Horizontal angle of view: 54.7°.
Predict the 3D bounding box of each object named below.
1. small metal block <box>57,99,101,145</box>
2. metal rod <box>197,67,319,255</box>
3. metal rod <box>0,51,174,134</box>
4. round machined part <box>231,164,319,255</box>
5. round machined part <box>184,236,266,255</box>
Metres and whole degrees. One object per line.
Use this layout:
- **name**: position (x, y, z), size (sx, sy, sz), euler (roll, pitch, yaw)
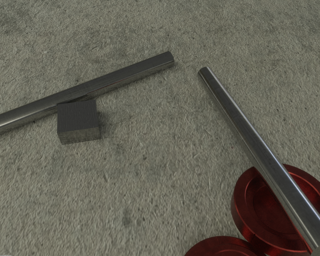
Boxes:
- **small metal block**: position (-0.107, -0.008, 0.409), size (0.050, 0.025, 0.050), euler (-9, 51, -7)
- **metal rod**: position (0.099, 0.006, 0.357), size (0.025, 0.025, 0.300), euler (-9, 38, -8)
- **metal rod**: position (-0.112, -0.051, 0.445), size (0.302, 0.025, 0.025), euler (-25, 55, -20)
- **round machined part**: position (0.122, 0.087, 0.317), size (0.099, 0.042, 0.098), euler (0, 46, 0)
- **round machined part**: position (0.062, 0.143, 0.273), size (0.099, 0.042, 0.098), euler (0, 50, 0)
